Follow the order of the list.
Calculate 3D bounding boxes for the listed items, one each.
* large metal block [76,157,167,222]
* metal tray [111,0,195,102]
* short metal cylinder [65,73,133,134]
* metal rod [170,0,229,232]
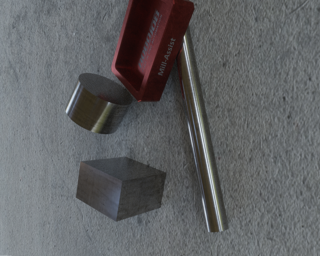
[{"bbox_3d":[-0.051,0.076,0.411,0.080,0.081,0.050,16,100,39],"label":"large metal block"},{"bbox_3d":[-0.015,-0.109,0.390,0.090,0.030,0.129,49,130,39],"label":"metal tray"},{"bbox_3d":[-0.086,-0.035,0.440,0.080,0.081,0.050,45,117,30],"label":"short metal cylinder"},{"bbox_3d":[0.040,-0.031,0.371,0.025,0.025,0.298,-16,80,39],"label":"metal rod"}]
